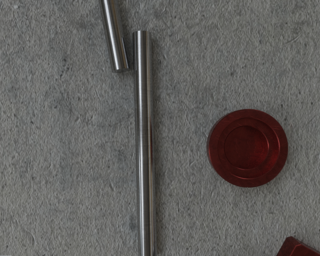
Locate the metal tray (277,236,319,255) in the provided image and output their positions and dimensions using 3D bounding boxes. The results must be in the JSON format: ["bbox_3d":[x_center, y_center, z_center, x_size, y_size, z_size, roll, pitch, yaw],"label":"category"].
[{"bbox_3d":[0.210,0.216,0.410,0.130,0.030,0.090,29,90,0],"label":"metal tray"}]

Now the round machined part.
[{"bbox_3d":[0.109,0.025,0.403,0.099,0.042,0.097,0,90,0],"label":"round machined part"}]

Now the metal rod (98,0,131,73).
[{"bbox_3d":[-0.079,-0.222,0.409,0.025,0.025,0.298,-11,90,0],"label":"metal rod"}]

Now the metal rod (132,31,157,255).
[{"bbox_3d":[-0.020,0.024,0.409,0.025,0.025,0.298,-2,90,0],"label":"metal rod"}]
